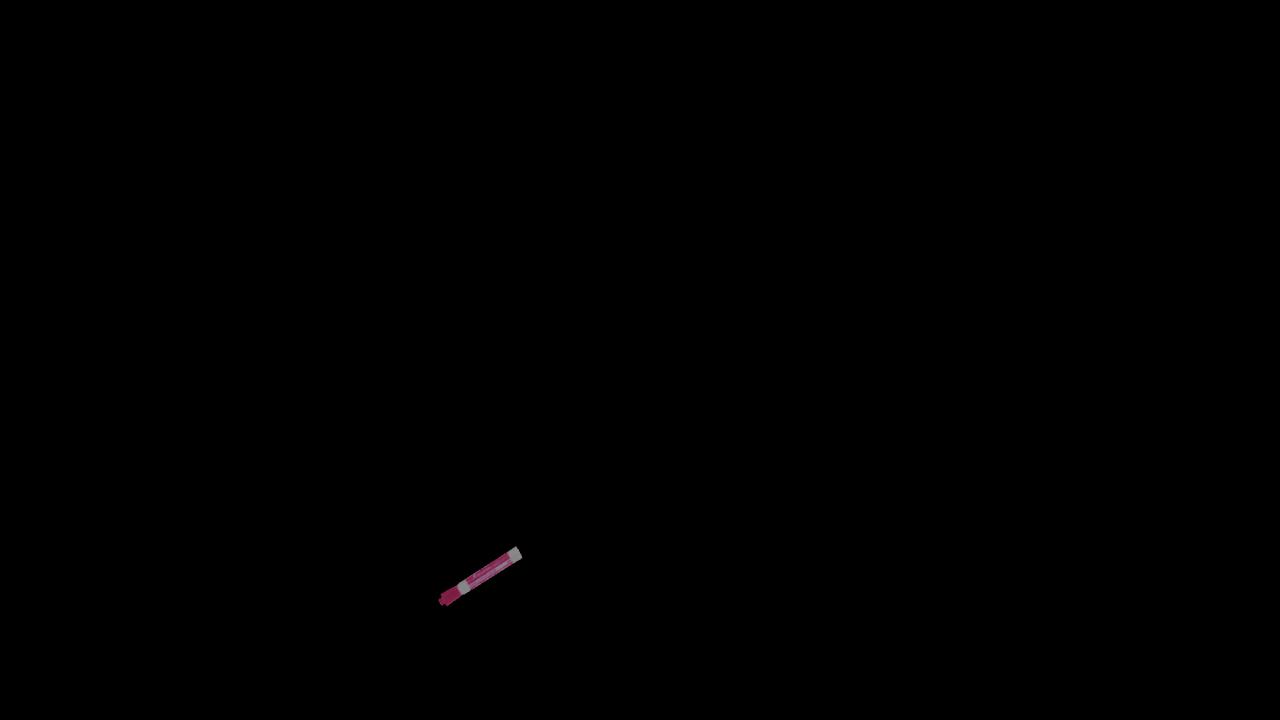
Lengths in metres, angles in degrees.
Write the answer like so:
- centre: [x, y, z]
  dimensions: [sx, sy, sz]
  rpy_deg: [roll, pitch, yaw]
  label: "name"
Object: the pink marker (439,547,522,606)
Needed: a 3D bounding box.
- centre: [-0.220, 0.299, 0.848]
  dimensions: [0.121, 0.020, 0.020]
  rpy_deg: [-29, 11, -20]
  label: "pink marker"
